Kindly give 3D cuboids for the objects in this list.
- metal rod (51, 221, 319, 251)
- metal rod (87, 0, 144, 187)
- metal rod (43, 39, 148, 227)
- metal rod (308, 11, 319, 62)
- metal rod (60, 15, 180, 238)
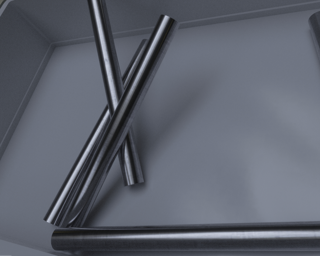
[{"bbox_3d":[0.025,0.109,0.309,0.301,0.025,0.025,-7,59,18],"label":"metal rod"},{"bbox_3d":[-0.065,-0.073,0.412,0.025,0.025,0.299,-17,77,18],"label":"metal rod"},{"bbox_3d":[-0.079,-0.005,0.448,0.025,0.025,0.300,13,68,33],"label":"metal rod"},{"bbox_3d":[0.192,-0.007,0.308,0.025,0.025,0.299,-11,57,22],"label":"metal rod"},{"bbox_3d":[-0.054,0.009,0.369,0.025,0.025,0.299,29,96,37],"label":"metal rod"}]
